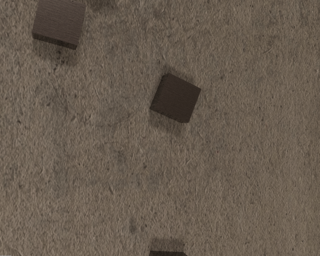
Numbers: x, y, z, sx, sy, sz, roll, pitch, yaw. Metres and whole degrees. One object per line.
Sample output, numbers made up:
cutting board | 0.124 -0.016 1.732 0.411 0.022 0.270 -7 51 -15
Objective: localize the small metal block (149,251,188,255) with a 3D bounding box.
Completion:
small metal block | 0.010 0.195 0.414 0.050 0.025 0.050 11 86 -20

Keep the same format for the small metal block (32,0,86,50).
small metal block | -0.119 -0.126 0.365 0.050 0.025 0.050 12 86 -20

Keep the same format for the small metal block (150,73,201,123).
small metal block | 0.021 -0.039 0.418 0.050 0.025 0.050 24 82 -19
